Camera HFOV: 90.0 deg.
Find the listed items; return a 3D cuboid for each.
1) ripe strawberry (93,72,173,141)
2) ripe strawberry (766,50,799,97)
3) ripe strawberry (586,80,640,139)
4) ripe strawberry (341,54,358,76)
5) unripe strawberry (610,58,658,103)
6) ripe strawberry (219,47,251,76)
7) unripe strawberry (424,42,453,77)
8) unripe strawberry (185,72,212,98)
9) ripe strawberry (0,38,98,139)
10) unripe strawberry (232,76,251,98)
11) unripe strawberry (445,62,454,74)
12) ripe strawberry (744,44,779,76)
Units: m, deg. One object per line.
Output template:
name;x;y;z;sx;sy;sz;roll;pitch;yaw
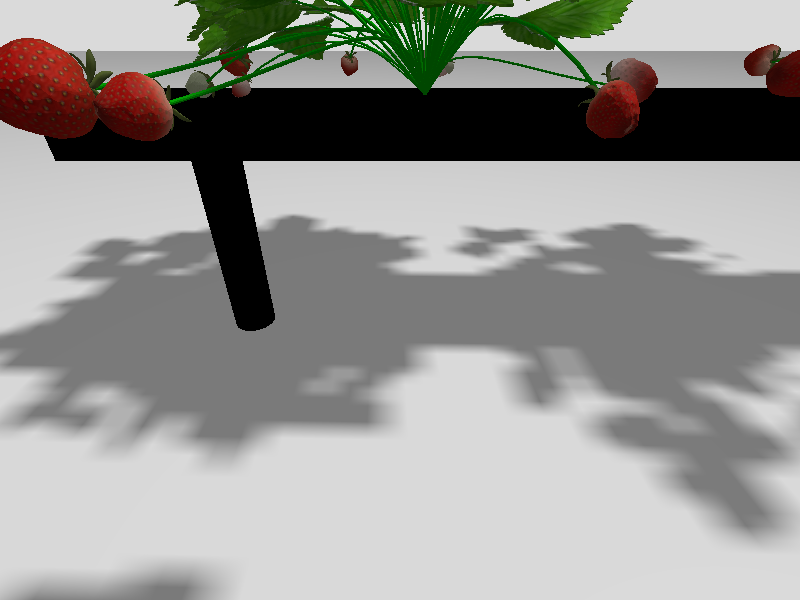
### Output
ripe strawberry;-0.112;-0.080;0.167;0.025;0.027;0.027;23;40;31
ripe strawberry;0.279;-0.160;0.283;0.035;0.030;0.035;-5;33;-6
ripe strawberry;0.088;-0.077;0.165;0.019;0.021;0.022;-12;-29;-18
ripe strawberry;-0.060;-0.279;0.477;0.021;0.022;0.023;-12;-16;-18
unripe strawberry;0.137;-0.127;0.237;0.026;0.027;0.024;21;39;28
ripe strawberry;-0.194;-0.280;0.467;0.036;0.035;0.033;23;39;37
unripe strawberry;0.045;-0.286;0.474;0.036;0.038;0.038;4;33;6
unripe strawberry;-0.147;-0.156;0.292;0.018;0.017;0.016;-17;34;3
ripe strawberry;-0.156;-0.089;0.171;0.040;0.039;0.037;-27;42;-34
unripe strawberry;-0.117;-0.155;0.293;0.013;0.015;0.015;42;18;-29
unripe strawberry;0.053;-0.250;0.432;0.011;0.011;0.011;7;34;11
ripe strawberry;0.408;-0.271;0.453;0.027;0.031;0.030;-11;34;-16
